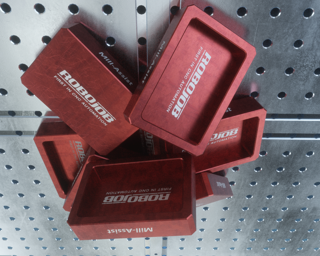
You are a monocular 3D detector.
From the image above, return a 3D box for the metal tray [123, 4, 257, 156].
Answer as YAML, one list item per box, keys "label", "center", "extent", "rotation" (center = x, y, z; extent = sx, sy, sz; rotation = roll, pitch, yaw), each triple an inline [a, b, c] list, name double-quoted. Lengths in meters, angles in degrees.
- label: "metal tray"
  center: [0.031, -0.047, 0.325]
  extent: [0.090, 0.030, 0.130]
  rotation: [27, 92, -21]

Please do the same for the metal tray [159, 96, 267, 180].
- label: "metal tray"
  center: [0.066, 0.017, 0.399]
  extent: [0.131, 0.030, 0.090]
  rotation: [-15, 131, -10]

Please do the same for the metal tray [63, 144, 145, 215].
- label: "metal tray"
  center: [-0.073, 0.081, 0.436]
  extent: [0.090, 0.030, 0.129]
  rotation: [21, 127, -17]

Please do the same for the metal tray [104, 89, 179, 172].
- label: "metal tray"
  center: [-0.019, 0.009, 0.415]
  extent: [0.090, 0.030, 0.129]
  rotation: [-5, 128, 1]

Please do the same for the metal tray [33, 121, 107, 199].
- label: "metal tray"
  center: [-0.115, 0.049, 0.449]
  extent: [0.090, 0.030, 0.129]
  rotation: [-4, 129, 2]

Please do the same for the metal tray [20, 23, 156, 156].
- label: "metal tray"
  center: [-0.079, -0.039, 0.352]
  extent: [0.090, 0.030, 0.130]
  rotation: [-38, 106, 27]

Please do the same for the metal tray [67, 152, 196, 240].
- label: "metal tray"
  center: [-0.027, 0.074, 0.347]
  extent: [0.130, 0.090, 0.030]
  rotation: [-6, 130, 11]

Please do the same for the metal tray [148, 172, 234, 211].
- label: "metal tray"
  center: [0.046, 0.096, 0.446]
  extent: [0.090, 0.030, 0.130]
  rotation: [-23, 160, 19]
